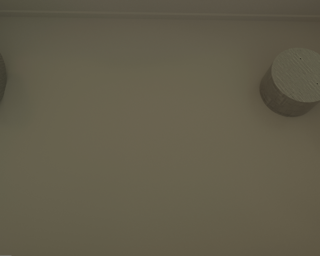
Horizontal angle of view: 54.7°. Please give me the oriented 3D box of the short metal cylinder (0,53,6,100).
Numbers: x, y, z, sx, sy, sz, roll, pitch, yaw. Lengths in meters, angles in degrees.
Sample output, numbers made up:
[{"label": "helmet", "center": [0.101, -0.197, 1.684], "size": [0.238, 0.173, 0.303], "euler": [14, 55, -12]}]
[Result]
[{"label": "short metal cylinder", "center": [-0.245, -0.070, 0.403], "size": [0.050, 0.080, 0.080], "euler": [2, 70, 0]}]

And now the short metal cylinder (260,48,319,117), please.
[{"label": "short metal cylinder", "center": [0.183, -0.061, 0.421], "size": [0.081, 0.050, 0.080], "euler": [0, 70, 0]}]
